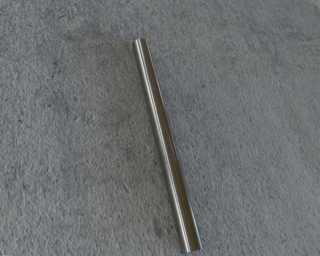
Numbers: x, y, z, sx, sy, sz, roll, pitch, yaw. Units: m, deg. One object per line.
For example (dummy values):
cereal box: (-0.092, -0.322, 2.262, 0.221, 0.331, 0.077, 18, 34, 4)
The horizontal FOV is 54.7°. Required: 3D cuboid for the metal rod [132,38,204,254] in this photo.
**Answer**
metal rod: (0.003, 0.005, 0.405, 0.025, 0.025, 0.299, 0, 62, -29)
